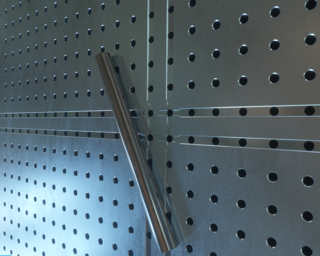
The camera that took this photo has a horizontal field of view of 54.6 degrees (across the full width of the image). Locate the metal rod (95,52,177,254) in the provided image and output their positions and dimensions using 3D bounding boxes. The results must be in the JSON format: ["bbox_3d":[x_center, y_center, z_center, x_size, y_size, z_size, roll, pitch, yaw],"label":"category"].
[{"bbox_3d":[-0.039,0.023,0.443,0.025,0.025,0.299,-32,70,35],"label":"metal rod"}]
